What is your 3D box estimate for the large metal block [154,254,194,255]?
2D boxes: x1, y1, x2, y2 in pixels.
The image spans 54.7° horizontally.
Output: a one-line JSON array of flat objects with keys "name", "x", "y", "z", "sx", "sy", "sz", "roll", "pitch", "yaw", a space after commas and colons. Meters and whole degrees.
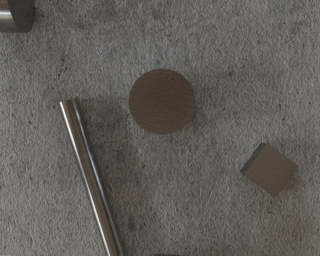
[{"name": "large metal block", "x": 0.030, "y": 0.199, "z": 0.383, "sx": 0.081, "sy": 0.080, "sz": 0.050, "roll": 4, "pitch": 90, "yaw": -1}]

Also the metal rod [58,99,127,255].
[{"name": "metal rod", "x": -0.077, "y": 0.107, "z": 0.409, "sx": 0.025, "sy": 0.025, "sz": 0.298, "roll": -18, "pitch": 90, "yaw": 0}]

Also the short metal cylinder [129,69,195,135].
[{"name": "short metal cylinder", "x": 0.002, "y": -0.032, "z": 0.398, "sx": 0.081, "sy": 0.050, "sz": 0.079, "roll": 0, "pitch": 90, "yaw": -1}]

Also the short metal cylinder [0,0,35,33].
[{"name": "short metal cylinder", "x": -0.195, "y": -0.159, "z": 0.380, "sx": 0.050, "sy": 0.080, "sz": 0.079, "roll": 0, "pitch": 90, "yaw": 0}]

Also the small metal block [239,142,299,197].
[{"name": "small metal block", "x": 0.144, "y": 0.055, "z": 0.412, "sx": 0.050, "sy": 0.025, "sz": 0.050, "roll": 36, "pitch": 90, "yaw": -1}]
